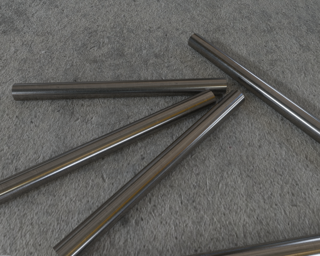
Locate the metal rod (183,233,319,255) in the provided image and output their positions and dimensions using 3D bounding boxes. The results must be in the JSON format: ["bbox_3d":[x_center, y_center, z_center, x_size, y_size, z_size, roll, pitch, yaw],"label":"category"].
[{"bbox_3d":[0.060,0.129,0.295,0.302,0.025,0.025,-7,51,-6],"label":"metal rod"}]

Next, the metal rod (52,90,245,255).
[{"bbox_3d":[0.007,0.040,0.369,0.025,0.025,0.302,36,58,26],"label":"metal rod"}]

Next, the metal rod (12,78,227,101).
[{"bbox_3d":[-0.056,-0.056,0.449,0.302,0.025,0.025,-2,50,-2],"label":"metal rod"}]

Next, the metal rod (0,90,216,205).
[{"bbox_3d":[-0.057,0.016,0.388,0.302,0.025,0.025,-25,55,-20],"label":"metal rod"}]

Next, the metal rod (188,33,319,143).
[{"bbox_3d":[0.147,-0.058,0.453,0.025,0.025,0.300,-29,56,-23],"label":"metal rod"}]
